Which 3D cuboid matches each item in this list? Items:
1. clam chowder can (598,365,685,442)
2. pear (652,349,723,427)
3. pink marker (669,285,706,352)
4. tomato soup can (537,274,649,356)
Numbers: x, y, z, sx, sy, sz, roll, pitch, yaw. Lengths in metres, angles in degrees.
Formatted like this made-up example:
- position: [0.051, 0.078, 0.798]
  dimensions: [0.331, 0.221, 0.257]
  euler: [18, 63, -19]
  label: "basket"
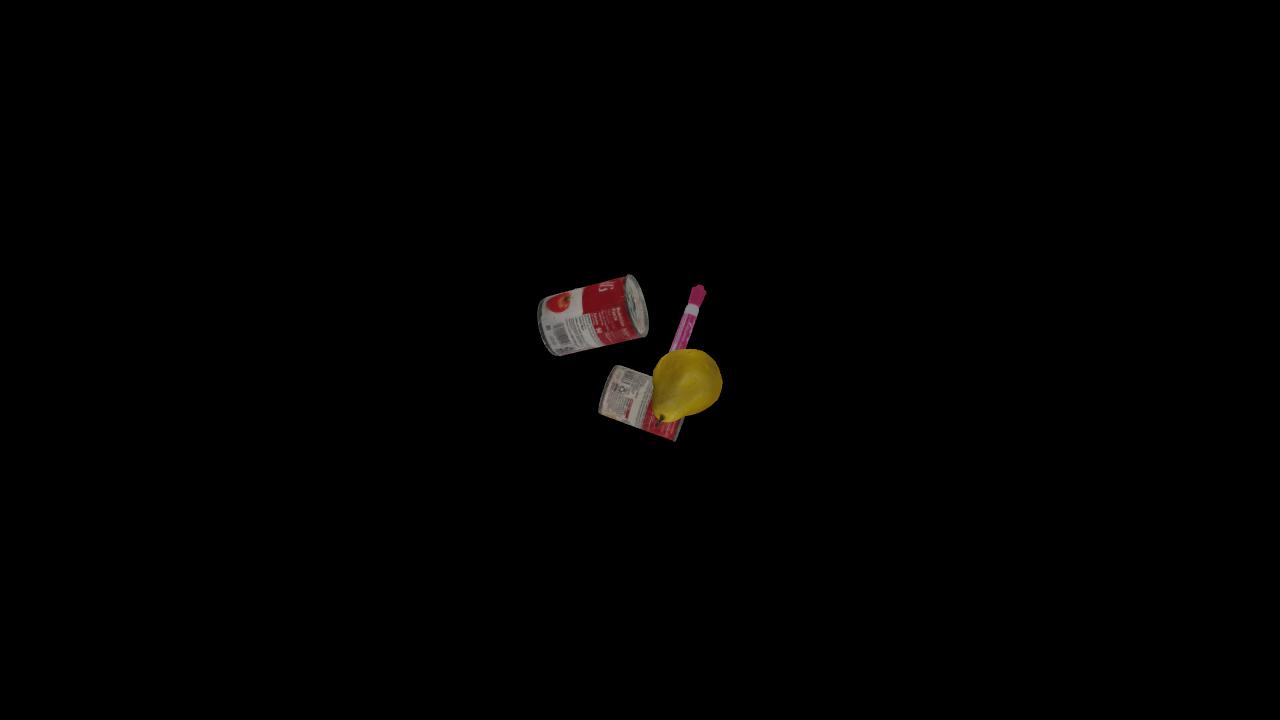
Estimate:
- position: [0.007, 0.053, 0.760]
  dimensions: [0.102, 0.068, 0.068]
  euler: [19, 2, 7]
  label: "clam chowder can"
- position: [0.039, 0.040, 0.676]
  dimensions: [0.080, 0.080, 0.111]
  euler: [0, 38, 48]
  label: "pear"
- position: [0.055, -0.037, 0.753]
  dimensions: [0.020, 0.121, 0.020]
  euler: [19, -13, 5]
  label: "pink marker"
- position: [-0.049, -0.045, 0.650]
  dimensions: [0.101, 0.068, 0.068]
  euler: [-13, -4, 17]
  label: "tomato soup can"
